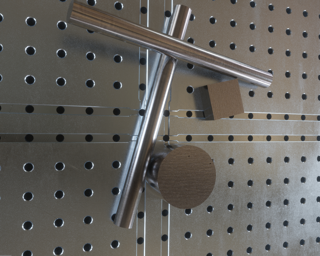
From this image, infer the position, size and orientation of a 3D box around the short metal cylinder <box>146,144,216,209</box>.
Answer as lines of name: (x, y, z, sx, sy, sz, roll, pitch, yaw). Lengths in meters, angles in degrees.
short metal cylinder: (0.026, 0.061, 0.410, 0.081, 0.050, 0.079, 0, 90, -21)

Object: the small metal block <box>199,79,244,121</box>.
small metal block: (0.089, -0.041, 0.447, 0.050, 0.025, 0.050, -14, 95, -20)

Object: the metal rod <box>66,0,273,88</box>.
metal rod: (0.034, -0.098, 0.400, 0.302, 0.025, 0.025, 11, 86, -30)

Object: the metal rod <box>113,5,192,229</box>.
metal rod: (-0.008, -0.019, 0.410, 0.025, 0.025, 0.299, 17, 84, -20)
